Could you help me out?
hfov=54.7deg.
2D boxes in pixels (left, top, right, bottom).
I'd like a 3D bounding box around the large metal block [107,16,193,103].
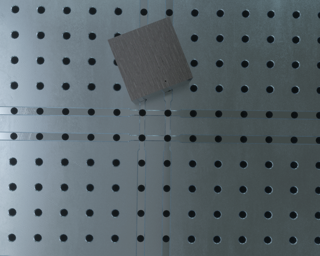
[{"bbox_3d":[-0.012,-0.084,0.401,0.080,0.050,0.080,-21,90,-1],"label":"large metal block"}]
